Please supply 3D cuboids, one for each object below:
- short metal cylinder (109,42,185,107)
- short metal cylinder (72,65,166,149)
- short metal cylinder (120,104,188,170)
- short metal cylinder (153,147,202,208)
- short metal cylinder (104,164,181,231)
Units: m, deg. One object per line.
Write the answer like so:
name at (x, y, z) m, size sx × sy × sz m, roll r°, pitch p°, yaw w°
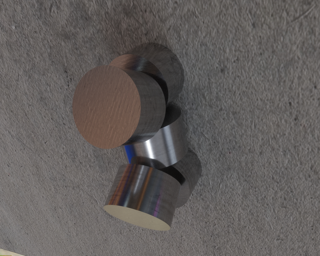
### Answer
short metal cylinder at (-0.017, -0.056, 0.367) m, size 0.080 × 0.050 × 0.079 m, roll 13°, pitch 124°, yaw 21°
short metal cylinder at (-0.041, -0.021, 0.317) m, size 0.080 × 0.050 × 0.079 m, roll 2°, pitch 94°, yaw 27°
short metal cylinder at (-0.009, 0.009, 0.384) m, size 0.080 × 0.080 × 0.050 m, roll 2°, pitch 119°, yaw 27°
short metal cylinder at (0.012, 0.063, 0.425) m, size 0.080 × 0.050 × 0.079 m, roll 13°, pitch 124°, yaw 21°
short metal cylinder at (-0.020, 0.084, 0.369) m, size 0.080 × 0.050 × 0.080 m, roll 14°, pitch 151°, yaw 8°
